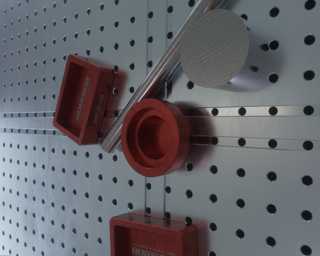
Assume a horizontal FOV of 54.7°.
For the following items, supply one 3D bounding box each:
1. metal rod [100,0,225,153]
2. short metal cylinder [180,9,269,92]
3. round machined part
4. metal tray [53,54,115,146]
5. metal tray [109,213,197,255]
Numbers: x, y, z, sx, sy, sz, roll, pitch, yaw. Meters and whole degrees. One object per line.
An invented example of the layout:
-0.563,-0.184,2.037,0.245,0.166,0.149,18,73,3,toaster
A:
0.002,-0.075,0.407,0.298,0.025,0.025,-52,60,27,metal rod
0.069,-0.081,0.336,0.080,0.050,0.079,0,90,40,short metal cylinder
-0.002,0.012,0.400,0.098,0.042,0.097,0,90,40,round machined part
-0.129,-0.047,0.512,0.090,0.030,0.129,29,108,36,metal tray
-0.012,0.170,0.415,0.130,0.030,0.089,-4,87,39,metal tray
